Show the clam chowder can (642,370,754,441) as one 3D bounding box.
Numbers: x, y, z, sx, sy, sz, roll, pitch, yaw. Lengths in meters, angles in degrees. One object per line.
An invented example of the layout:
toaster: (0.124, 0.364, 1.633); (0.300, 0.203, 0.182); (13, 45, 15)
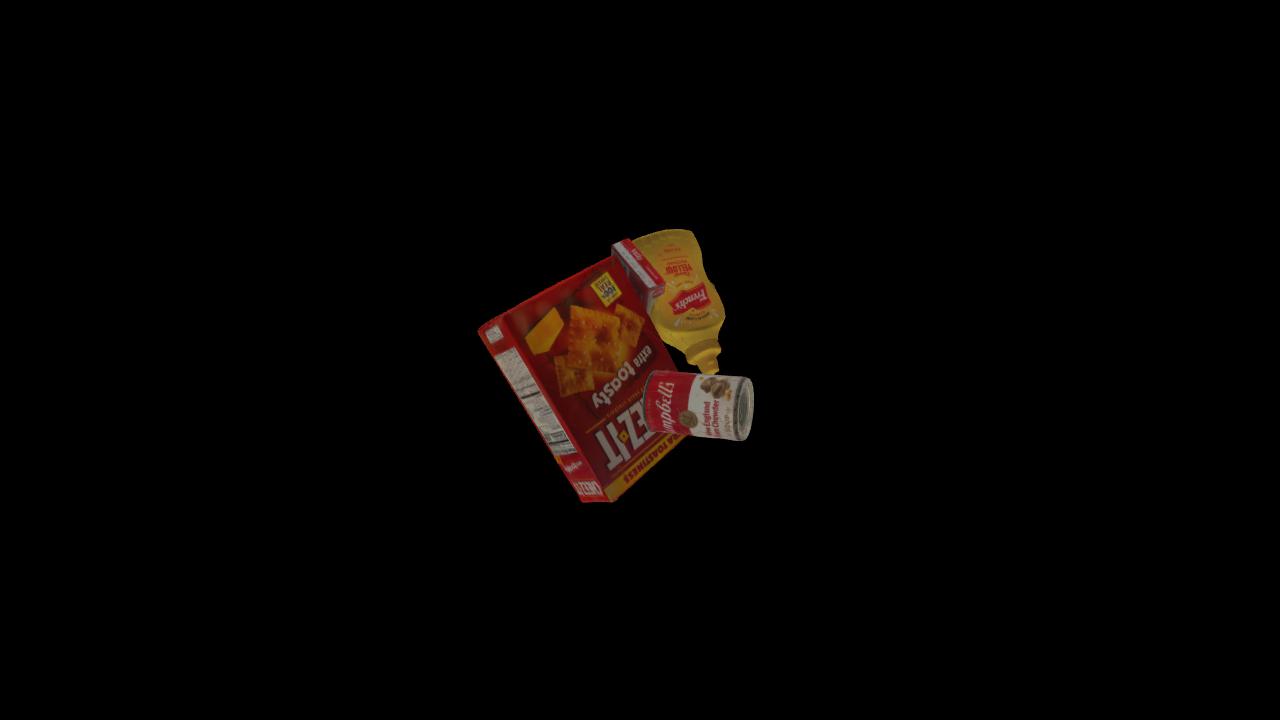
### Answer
clam chowder can: (0.062, 0.047, 0.642); (0.102, 0.068, 0.068); (3, 1, 23)

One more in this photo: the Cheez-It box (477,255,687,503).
Cheez-It box: (-0.046, 0.020, 0.675); (0.166, 0.223, 0.071); (-35, 11, -36)

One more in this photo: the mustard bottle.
mustard bottle: (0.053, -0.065, 0.729); (0.092, 0.184, 0.054); (-11, -20, -24)

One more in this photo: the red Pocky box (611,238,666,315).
red Pocky box: (-0.007, -0.070, 0.766); (0.028, 0.083, 0.155); (-27, -27, -21)
